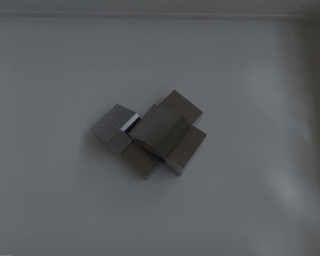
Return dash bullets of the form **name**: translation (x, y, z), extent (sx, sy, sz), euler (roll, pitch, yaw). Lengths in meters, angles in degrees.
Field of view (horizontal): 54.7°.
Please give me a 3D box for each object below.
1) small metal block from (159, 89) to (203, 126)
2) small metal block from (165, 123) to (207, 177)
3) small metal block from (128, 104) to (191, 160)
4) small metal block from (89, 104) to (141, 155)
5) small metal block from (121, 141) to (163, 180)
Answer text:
- **small metal block**: translation (0.021, -0.014, 0.413), extent (0.050, 0.025, 0.050), euler (40, 75, 13)
- **small metal block**: translation (0.031, 0.028, 0.384), extent (0.025, 0.050, 0.050), euler (34, 73, 11)
- **small metal block**: translation (-0.001, 0.003, 0.367), extent (0.050, 0.025, 0.050), euler (24, 68, 44)
- **small metal block**: translation (-0.054, 0.000, 0.394), extent (0.050, 0.025, 0.050), euler (-46, 38, -15)
- **small metal block**: translation (-0.018, 0.030, 0.397), extent (0.050, 0.025, 0.050), euler (40, 75, 13)
